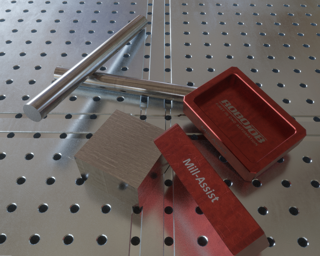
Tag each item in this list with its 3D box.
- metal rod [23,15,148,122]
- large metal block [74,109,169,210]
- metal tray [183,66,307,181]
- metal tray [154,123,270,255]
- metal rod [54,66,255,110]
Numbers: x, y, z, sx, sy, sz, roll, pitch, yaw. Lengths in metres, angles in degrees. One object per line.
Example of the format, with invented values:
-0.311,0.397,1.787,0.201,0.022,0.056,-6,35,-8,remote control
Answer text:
-0.092,-0.107,0.467,0.025,0.025,0.301,18,43,14,metal rod
-0.038,0.035,0.362,0.080,0.050,0.080,24,54,18,large metal block
0.102,-0.010,0.392,0.090,0.030,0.130,-33,66,-15,metal tray
0.051,0.064,0.309,0.030,0.090,0.130,-37,56,1,metal tray
-0.009,-0.057,0.455,0.302,0.025,0.025,10,51,8,metal rod
